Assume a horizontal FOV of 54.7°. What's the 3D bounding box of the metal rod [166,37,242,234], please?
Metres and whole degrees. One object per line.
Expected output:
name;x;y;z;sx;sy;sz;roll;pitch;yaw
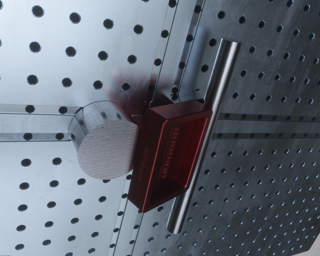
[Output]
metal rod;0.053;0.028;0.426;0.025;0.025;0.298;-1;119;-28

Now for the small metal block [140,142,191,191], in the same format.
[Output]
small metal block;0.009;0.057;0.452;0.050;0.025;0.050;-43;130;1

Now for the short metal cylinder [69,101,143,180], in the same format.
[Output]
short metal cylinder;-0.063;0.014;0.370;0.081;0.050;0.079;-14;125;-21

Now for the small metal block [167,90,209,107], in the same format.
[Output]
small metal block;0.037;-0.020;0.421;0.050;0.025;0.050;-14;125;-21

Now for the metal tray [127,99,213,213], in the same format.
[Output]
metal tray;0.012;0.034;0.386;0.091;0.030;0.129;-15;127;-44
